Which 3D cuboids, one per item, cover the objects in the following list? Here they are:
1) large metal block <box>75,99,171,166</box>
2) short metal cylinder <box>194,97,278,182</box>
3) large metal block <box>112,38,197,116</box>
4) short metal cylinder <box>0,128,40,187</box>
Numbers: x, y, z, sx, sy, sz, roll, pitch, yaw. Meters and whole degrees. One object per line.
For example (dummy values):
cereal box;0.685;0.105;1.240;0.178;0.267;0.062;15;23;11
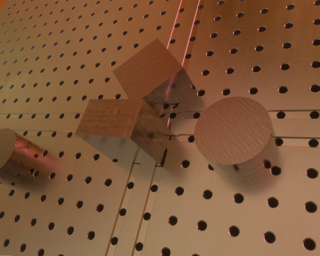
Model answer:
large metal block;-0.043;0.006;0.392;0.080;0.080;0.050;3;63;29
short metal cylinder;0.084;0.013;0.340;0.080;0.050;0.080;-13;56;21
large metal block;-0.009;-0.067;0.438;0.080;0.050;0.080;-36;51;4
short metal cylinder;-0.240;0.047;0.490;0.080;0.050;0.080;-13;56;21
